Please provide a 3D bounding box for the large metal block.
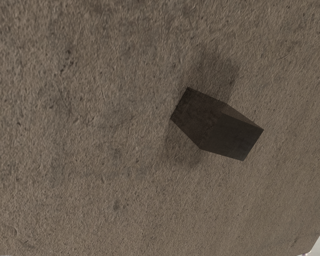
[{"bbox_3d":[0.073,-0.005,0.410,0.081,0.080,0.050,17,109,-35],"label":"large metal block"}]
